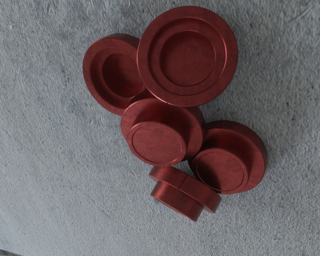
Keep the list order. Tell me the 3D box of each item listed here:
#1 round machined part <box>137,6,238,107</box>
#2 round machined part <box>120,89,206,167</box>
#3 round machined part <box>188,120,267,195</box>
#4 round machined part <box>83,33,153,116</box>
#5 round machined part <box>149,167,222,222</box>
[{"bbox_3d":[0.029,-0.070,0.320,0.098,0.042,0.097,0,92,10],"label":"round machined part"},{"bbox_3d":[0.001,0.007,0.357,0.098,0.042,0.097,9,131,10],"label":"round machined part"},{"bbox_3d":[0.078,0.042,0.381,0.098,0.042,0.097,13,124,20],"label":"round machined part"},{"bbox_3d":[-0.041,-0.066,0.376,0.098,0.042,0.097,13,124,20],"label":"round machined part"},{"bbox_3d":[0.027,0.087,0.403,0.098,0.042,0.098,29,167,8],"label":"round machined part"}]
